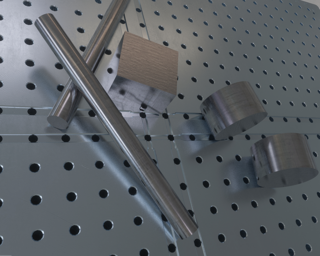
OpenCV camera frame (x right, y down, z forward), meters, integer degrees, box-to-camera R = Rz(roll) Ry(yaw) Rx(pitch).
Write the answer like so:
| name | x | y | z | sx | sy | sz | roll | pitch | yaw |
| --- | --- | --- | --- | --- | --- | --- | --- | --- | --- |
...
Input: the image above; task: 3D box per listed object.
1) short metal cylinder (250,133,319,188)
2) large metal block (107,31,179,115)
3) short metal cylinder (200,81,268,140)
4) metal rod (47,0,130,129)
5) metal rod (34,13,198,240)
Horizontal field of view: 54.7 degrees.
| name | x | y | z | sx | sy | sz | roll | pitch | yaw |
| --- | --- | --- | --- | --- | --- | --- | --- | --- | --- |
| short metal cylinder | 0.173 | 0.048 | 0.437 | 0.081 | 0.080 | 0.050 | 9 | 58 | -23 |
| large metal block | -0.023 | -0.074 | 0.425 | 0.081 | 0.050 | 0.080 | 17 | 55 | -19 |
| short metal cylinder | 0.104 | -0.023 | 0.443 | 0.081 | 0.080 | 0.050 | -11 | 68 | -33 |
| metal rod | -0.084 | -0.123 | 0.437 | 0.025 | 0.025 | 0.300 | 25 | 53 | -13 |
| metal rod | -0.051 | -0.004 | 0.359 | 0.025 | 0.025 | 0.299 | -33 | 87 | -38 |
